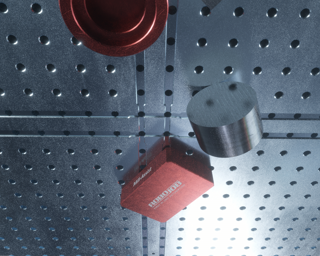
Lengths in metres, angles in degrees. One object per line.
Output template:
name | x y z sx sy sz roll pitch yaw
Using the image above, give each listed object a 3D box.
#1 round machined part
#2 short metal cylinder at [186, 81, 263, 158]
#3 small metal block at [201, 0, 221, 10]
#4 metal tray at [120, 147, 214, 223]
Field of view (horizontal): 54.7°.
round machined part | -0.042 -0.122 0.296 0.099 0.042 0.097 -1 130 0
short metal cylinder | 0.077 -0.011 0.367 0.080 0.080 0.050 -16 129 12
small metal block | 0.048 -0.148 0.286 0.050 0.025 0.050 36 121 -27
metal tray | 0.009 0.094 0.489 0.090 0.030 0.129 29 124 -23
